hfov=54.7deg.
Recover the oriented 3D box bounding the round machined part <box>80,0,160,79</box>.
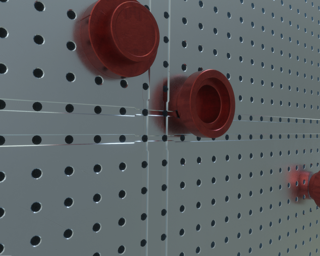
[{"bbox_3d":[-0.039,-0.109,0.366,0.099,0.042,0.097,0,90,-40],"label":"round machined part"}]

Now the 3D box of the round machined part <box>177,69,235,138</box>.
[{"bbox_3d":[0.064,-0.034,0.454,0.099,0.042,0.097,0,90,-40],"label":"round machined part"}]

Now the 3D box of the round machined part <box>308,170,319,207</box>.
[{"bbox_3d":[0.384,0.139,0.717,0.099,0.042,0.097,0,90,-28],"label":"round machined part"}]
